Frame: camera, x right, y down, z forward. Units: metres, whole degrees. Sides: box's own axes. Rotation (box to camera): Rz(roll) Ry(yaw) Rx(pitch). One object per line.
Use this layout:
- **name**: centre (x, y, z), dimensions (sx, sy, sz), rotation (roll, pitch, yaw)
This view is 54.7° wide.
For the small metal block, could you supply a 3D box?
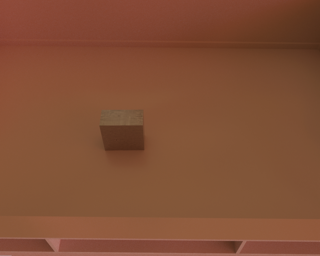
- **small metal block**: centre (-0.045, 0.003, 0.385), dimensions (0.050, 0.050, 0.025), rotation (-1, 50, -1)
